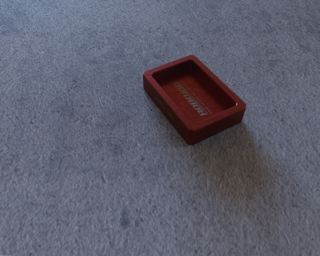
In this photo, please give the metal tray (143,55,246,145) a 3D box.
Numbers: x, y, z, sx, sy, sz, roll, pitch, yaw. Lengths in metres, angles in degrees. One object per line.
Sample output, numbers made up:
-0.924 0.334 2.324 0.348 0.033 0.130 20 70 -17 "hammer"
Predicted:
0.045 -0.045 0.438 0.091 0.030 0.130 -24 54 -19 "metal tray"
